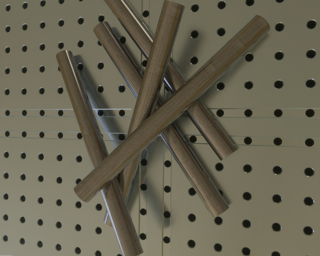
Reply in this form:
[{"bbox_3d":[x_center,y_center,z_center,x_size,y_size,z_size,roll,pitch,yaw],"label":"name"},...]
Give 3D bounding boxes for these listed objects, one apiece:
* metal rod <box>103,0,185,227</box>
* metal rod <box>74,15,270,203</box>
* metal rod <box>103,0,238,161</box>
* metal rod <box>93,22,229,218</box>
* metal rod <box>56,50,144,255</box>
[{"bbox_3d":[-0.025,-0.006,0.396,0.025,0.025,0.298,22,106,18],"label":"metal rod"},{"bbox_3d":[0.014,-0.022,0.373,0.300,0.025,0.025,-43,76,1],"label":"metal rod"},{"bbox_3d":[0.001,-0.087,0.411,0.025,0.025,0.299,-38,78,16],"label":"metal rod"},{"bbox_3d":[-0.004,-0.019,0.413,0.025,0.025,0.299,-36,79,16],"label":"metal rod"},{"bbox_3d":[-0.087,0.023,0.416,0.025,0.025,0.299,-29,71,17],"label":"metal rod"}]
